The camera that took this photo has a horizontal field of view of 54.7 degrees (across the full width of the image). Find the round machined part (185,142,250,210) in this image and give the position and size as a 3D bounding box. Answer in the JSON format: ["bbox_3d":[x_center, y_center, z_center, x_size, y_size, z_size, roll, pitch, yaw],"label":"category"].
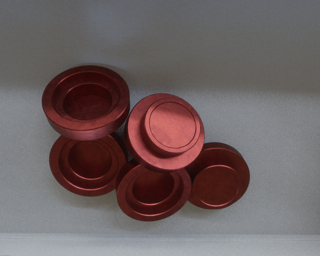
[{"bbox_3d":[0.076,0.072,0.428,0.099,0.042,0.097,0,110,-1],"label":"round machined part"}]

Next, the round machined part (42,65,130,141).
[{"bbox_3d":[-0.085,-0.026,0.371,0.099,0.098,0.042,3,146,-2],"label":"round machined part"}]

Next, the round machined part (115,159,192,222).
[{"bbox_3d":[-0.011,0.074,0.415,0.099,0.042,0.097,-6,117,-12],"label":"round machined part"}]

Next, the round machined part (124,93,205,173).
[{"bbox_3d":[0.009,0.002,0.372,0.099,0.042,0.098,6,70,-16],"label":"round machined part"}]

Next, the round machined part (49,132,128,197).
[{"bbox_3d":[-0.091,0.039,0.413,0.099,0.042,0.097,0,110,-1],"label":"round machined part"}]
